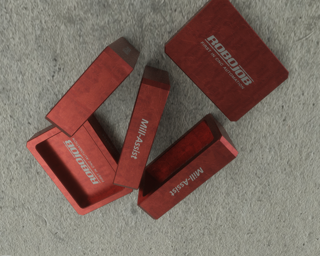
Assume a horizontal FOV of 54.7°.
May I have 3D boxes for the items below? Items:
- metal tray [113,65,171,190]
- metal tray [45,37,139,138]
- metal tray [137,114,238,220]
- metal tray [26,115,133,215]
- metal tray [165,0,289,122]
[{"bbox_3d":[-0.022,-0.003,0.374,0.030,0.090,0.129,16,109,-6],"label":"metal tray"},{"bbox_3d":[-0.066,-0.051,0.335,0.030,0.130,0.090,42,104,-14],"label":"metal tray"},{"bbox_3d":[0.030,0.046,0.393,0.130,0.090,0.030,-41,105,13],"label":"metal tray"},{"bbox_3d":[-0.104,0.048,0.424,0.090,0.030,0.130,-27,108,9],"label":"metal tray"},{"bbox_3d":[0.080,-0.082,0.379,0.090,0.030,0.130,-43,105,13],"label":"metal tray"}]
